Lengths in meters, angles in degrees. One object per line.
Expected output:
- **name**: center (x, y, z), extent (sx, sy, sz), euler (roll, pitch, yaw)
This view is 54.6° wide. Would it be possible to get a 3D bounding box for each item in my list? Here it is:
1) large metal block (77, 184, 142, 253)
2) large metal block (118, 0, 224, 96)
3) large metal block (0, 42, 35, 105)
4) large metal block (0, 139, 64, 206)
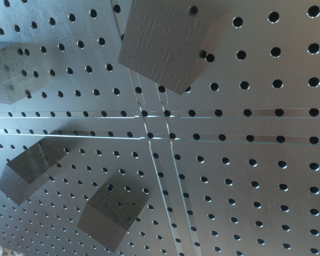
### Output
- **large metal block**: center (-0.089, 0.158, 0.541), extent (0.080, 0.050, 0.080), euler (33, 129, 6)
- **large metal block**: center (0.010, -0.095, 0.332), extent (0.080, 0.050, 0.079), euler (29, 128, 10)
- **large metal block**: center (-0.251, -0.086, 0.475), extent (0.080, 0.050, 0.080), euler (9, 123, 23)
- **large metal block**: center (-0.227, 0.077, 0.545), extent (0.050, 0.080, 0.080), euler (41, 129, 0)
